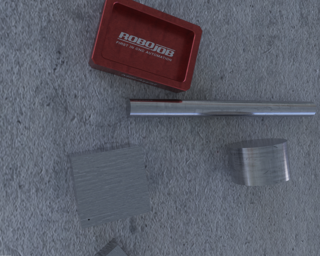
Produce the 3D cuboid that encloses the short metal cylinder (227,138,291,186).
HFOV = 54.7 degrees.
[{"bbox_3d":[0.138,0.045,0.432,0.081,0.080,0.050,-9,93,-20],"label":"short metal cylinder"}]

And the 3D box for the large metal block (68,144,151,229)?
[{"bbox_3d":[-0.062,0.065,0.374,0.081,0.050,0.079,-9,93,-20],"label":"large metal block"}]

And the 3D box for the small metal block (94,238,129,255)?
[{"bbox_3d":[-0.060,0.178,0.388,0.050,0.025,0.050,-40,103,-16],"label":"small metal block"}]

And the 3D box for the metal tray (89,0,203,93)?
[{"bbox_3d":[-0.016,-0.105,0.400,0.131,0.030,0.090,14,85,-20],"label":"metal tray"}]

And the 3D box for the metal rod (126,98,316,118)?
[{"bbox_3d":[0.101,-0.028,0.447,0.303,0.025,0.025,-1,91,-21],"label":"metal rod"}]
